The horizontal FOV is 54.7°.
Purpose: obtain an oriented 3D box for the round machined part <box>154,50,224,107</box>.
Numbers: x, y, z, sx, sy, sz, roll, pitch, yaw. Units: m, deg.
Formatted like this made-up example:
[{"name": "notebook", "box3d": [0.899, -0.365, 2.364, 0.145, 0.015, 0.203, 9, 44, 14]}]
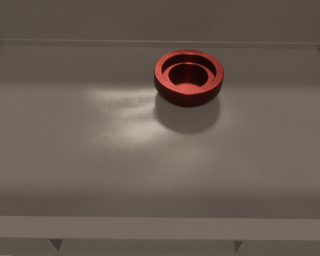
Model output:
[{"name": "round machined part", "box3d": [0.041, -0.068, 0.452, 0.099, 0.042, 0.098, 0, 50, 0]}]
